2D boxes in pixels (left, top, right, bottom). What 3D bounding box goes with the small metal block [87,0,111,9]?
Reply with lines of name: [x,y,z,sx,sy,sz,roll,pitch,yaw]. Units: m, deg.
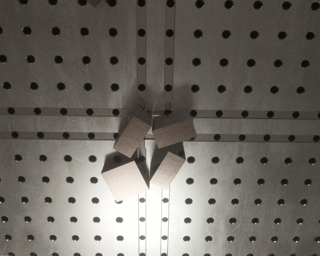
small metal block: [-0.059,-0.159,0.341,0.050,0.050,0.025,-41,105,13]

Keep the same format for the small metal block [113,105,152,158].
small metal block: [-0.034,0.003,0.401,0.025,0.050,0.050,31,107,-11]

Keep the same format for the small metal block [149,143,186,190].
small metal block: [0.009,0.046,0.417,0.025,0.050,0.050,28,108,-10]

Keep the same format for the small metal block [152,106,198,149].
small metal block: [0.018,-0.002,0.400,0.050,0.050,0.025,-18,109,6]

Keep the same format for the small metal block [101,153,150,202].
small metal block: [-0.048,0.070,0.439,0.050,0.025,0.050,-22,109,7]
